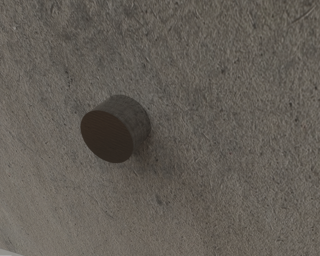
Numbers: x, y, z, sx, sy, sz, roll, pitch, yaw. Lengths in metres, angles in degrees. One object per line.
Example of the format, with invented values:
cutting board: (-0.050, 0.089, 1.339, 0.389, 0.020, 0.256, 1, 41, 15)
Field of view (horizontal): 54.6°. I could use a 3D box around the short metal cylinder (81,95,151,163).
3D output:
short metal cylinder: (-0.060, 0.001, 0.423, 0.080, 0.050, 0.080, 13, 124, 21)
